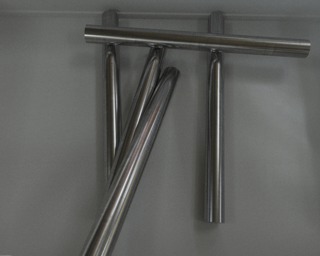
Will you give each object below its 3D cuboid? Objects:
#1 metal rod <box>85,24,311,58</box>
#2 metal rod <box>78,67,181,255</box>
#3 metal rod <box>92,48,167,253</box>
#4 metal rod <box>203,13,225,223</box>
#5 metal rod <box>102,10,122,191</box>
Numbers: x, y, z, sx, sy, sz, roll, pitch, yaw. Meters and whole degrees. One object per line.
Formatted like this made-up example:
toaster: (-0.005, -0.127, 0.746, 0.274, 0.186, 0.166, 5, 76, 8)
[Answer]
metal rod: (0.050, -0.119, 0.426, 0.302, 0.025, 0.025, 4, 70, 1)
metal rod: (-0.022, 0.025, 0.336, 0.025, 0.025, 0.301, 16, 46, 5)
metal rod: (-0.035, 0.013, 0.385, 0.025, 0.025, 0.300, 13, 63, 4)
metal rod: (0.075, -0.027, 0.420, 0.025, 0.025, 0.299, 4, 70, 1)
metal rod: (-0.065, -0.030, 0.419, 0.025, 0.025, 0.299, -4, 70, -2)
